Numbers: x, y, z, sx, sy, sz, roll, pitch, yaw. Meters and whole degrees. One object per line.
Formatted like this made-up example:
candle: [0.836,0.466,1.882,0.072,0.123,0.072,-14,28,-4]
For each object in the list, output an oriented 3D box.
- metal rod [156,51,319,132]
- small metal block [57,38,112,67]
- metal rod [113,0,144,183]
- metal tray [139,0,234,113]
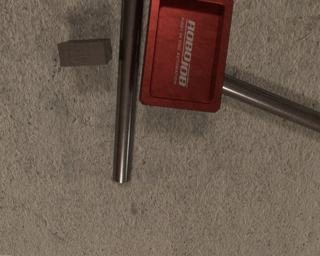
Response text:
metal rod: [0.136,-0.035,0.398,0.302,0.025,0.025,20,109,-8]
small metal block: [-0.086,-0.089,0.362,0.050,0.050,0.025,-3,110,0]
metal rod: [-0.039,-0.068,0.383,0.025,0.025,0.298,5,110,-2]
metal tray: [0.028,-0.086,0.352,0.091,0.030,0.129,6,93,-7]
